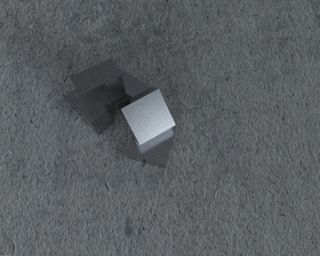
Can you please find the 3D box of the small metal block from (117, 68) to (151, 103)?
[{"bbox_3d":[-0.039,-0.047,0.413,0.050,0.050,0.025,31,73,10],"label":"small metal block"}]

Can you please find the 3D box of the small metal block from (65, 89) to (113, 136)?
[{"bbox_3d":[-0.091,-0.022,0.403,0.025,0.050,0.050,-43,76,-14],"label":"small metal block"}]

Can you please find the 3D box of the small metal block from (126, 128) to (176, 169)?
[{"bbox_3d":[-0.011,0.020,0.402,0.050,0.025,0.050,15,71,5],"label":"small metal block"}]

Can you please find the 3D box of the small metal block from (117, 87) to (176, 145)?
[{"bbox_3d":[-0.017,-0.015,0.375,0.050,0.025,0.050,-30,110,-11],"label":"small metal block"}]

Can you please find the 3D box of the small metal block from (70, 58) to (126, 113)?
[{"bbox_3d":[-0.070,-0.048,0.360,0.050,0.050,0.025,-28,73,-10],"label":"small metal block"}]
